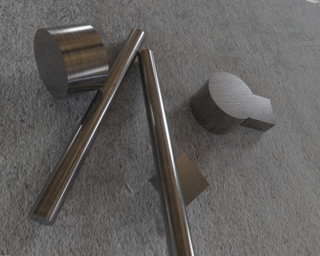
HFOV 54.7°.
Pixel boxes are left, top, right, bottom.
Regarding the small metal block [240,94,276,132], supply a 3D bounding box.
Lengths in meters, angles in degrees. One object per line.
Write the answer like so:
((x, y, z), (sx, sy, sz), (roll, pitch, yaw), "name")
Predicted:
((0.155, -0.026, 0.503), (0.050, 0.025, 0.050), (13, 56, -21), "small metal block")

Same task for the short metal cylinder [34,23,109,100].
((-0.104, -0.078, 0.360), (0.050, 0.080, 0.080), (-24, 75, -36), "short metal cylinder")

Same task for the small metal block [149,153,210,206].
((0.024, 0.066, 0.376), (0.050, 0.025, 0.050), (-32, 80, -38), "small metal block")

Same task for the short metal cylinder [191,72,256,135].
((0.093, -0.036, 0.460), (0.081, 0.050, 0.080), (14, 56, -21), "short metal cylinder")

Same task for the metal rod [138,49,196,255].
((0.001, 0.013, 0.370), (0.025, 0.025, 0.299), (8, 50, -24), "metal rod")

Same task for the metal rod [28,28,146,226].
((-0.073, -0.027, 0.380), (0.025, 0.025, 0.300), (28, 52, -11), "metal rod")
